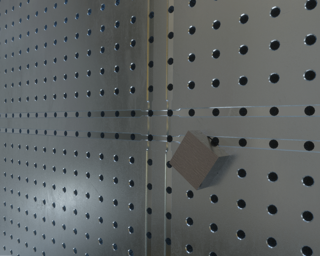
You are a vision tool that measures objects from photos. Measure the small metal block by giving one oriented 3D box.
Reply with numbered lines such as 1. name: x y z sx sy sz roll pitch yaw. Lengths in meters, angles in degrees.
1. small metal block: 0.046 0.038 0.372 0.050 0.025 0.050 43 116 31
